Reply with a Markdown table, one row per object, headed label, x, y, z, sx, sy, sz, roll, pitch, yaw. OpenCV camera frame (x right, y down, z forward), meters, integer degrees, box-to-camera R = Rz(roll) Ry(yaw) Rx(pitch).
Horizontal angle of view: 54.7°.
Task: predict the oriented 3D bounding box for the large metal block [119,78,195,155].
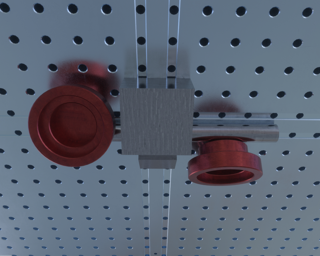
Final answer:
| label | x | y | z | sx | sy | sz | roll | pitch | yaw |
| --- | --- | --- | --- | --- | --- | --- | --- | --- | --- |
| large metal block | -0.004 | -0.015 | 0.368 | 0.081 | 0.050 | 0.079 | 0 | 112 | -1 |

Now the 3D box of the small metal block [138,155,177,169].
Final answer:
| label | x | y | z | sx | sy | sz | roll | pitch | yaw |
| --- | --- | --- | --- | --- | --- | --- | --- | --- | --- |
| small metal block | -0.003 | 0.039 | 0.432 | 0.050 | 0.025 | 0.050 | 0 | 159 | -1 |

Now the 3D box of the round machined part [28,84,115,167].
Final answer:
| label | x | y | z | sx | sy | sz | roll | pitch | yaw |
| --- | --- | --- | --- | --- | --- | --- | --- | --- | --- |
| round machined part | -0.103 | -0.005 | 0.378 | 0.099 | 0.042 | 0.097 | 0 | 104 | -1 |

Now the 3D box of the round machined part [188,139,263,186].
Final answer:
| label | x | y | z | sx | sy | sz | roll | pitch | yaw |
| --- | --- | --- | --- | --- | --- | --- | --- | --- | --- |
| round machined part | 0.087 | 0.047 | 0.425 | 0.099 | 0.042 | 0.098 | 0 | 156 | 0 |

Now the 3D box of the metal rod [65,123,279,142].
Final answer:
| label | x | y | z | sx | sy | sz | roll | pitch | yaw |
| --- | --- | --- | --- | --- | --- | --- | --- | --- | --- |
| metal rod | 0.006 | 0.006 | 0.418 | 0.302 | 0.025 | 0.025 | 0 | 130 | -1 |
